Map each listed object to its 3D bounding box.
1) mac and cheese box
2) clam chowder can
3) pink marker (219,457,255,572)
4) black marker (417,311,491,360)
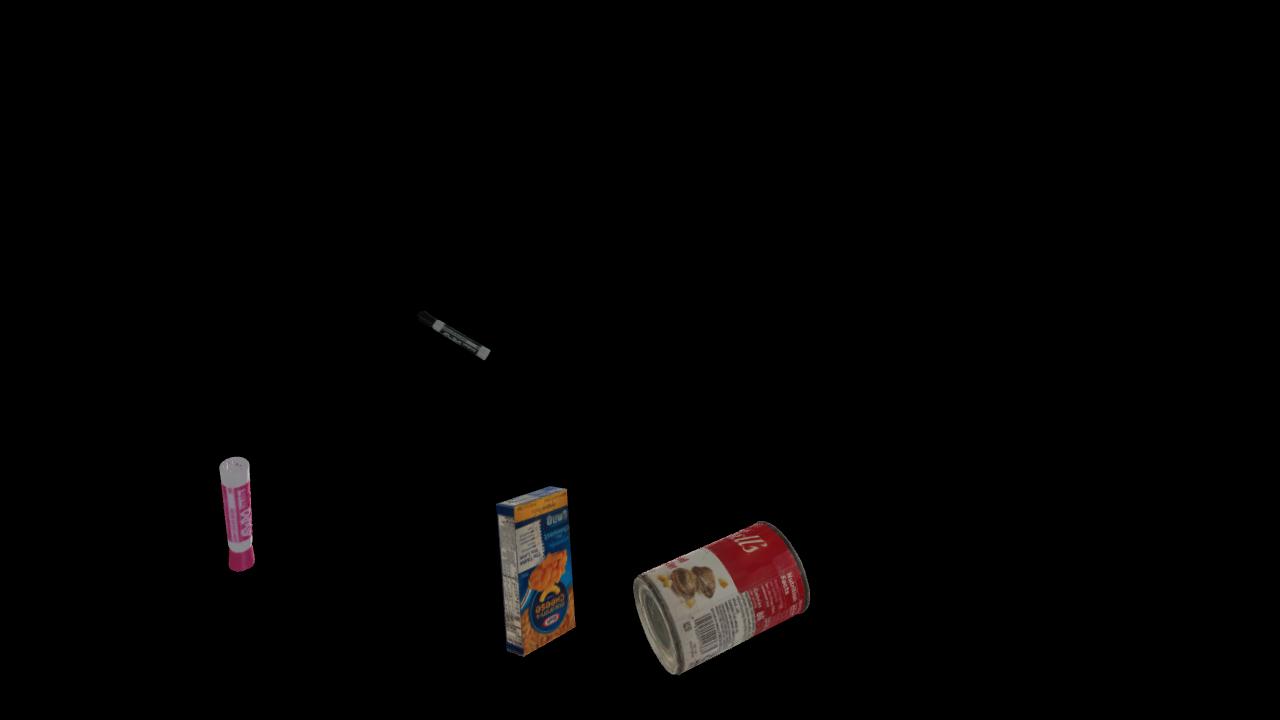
[{"bbox_3d":[-0.130,0.262,0.777,0.041,0.184,0.093,-2,3,37],"label":"mac and cheese box"},{"bbox_3d":[0.054,0.161,0.421,0.102,0.068,0.068,-17,6,-21],"label":"clam chowder can"},{"bbox_3d":[-0.320,0.127,0.491,0.020,0.121,0.020,14,32,-9],"label":"pink marker"},{"bbox_3d":[-0.286,-0.039,0.943,0.121,0.020,0.020,32,-6,-10],"label":"black marker"}]
